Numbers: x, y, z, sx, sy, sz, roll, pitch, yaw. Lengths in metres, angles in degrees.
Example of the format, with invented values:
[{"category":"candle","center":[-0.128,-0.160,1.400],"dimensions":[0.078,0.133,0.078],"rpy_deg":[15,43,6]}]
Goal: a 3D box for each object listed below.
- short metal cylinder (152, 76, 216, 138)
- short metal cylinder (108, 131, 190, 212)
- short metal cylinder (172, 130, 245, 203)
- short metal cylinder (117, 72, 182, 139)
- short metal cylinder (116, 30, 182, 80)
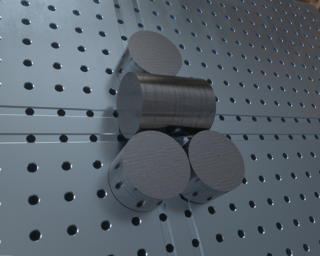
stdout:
[{"category":"short metal cylinder","center":[0.028,-0.027,0.407],"dimensions":[0.050,0.080,0.080],"rpy_deg":[0,62,-29]},{"category":"short metal cylinder","center":[-0.013,0.050,0.355],"dimensions":[0.081,0.050,0.080],"rpy_deg":[14,56,-21]},{"category":"short metal cylinder","center":[0.059,0.049,0.394],"dimensions":[0.081,0.050,0.080],"rpy_deg":[14,56,-21]},{"category":"short metal cylinder","center":[-0.016,-0.027,0.383],"dimensions":[0.050,0.080,0.080],"rpy_deg":[0,62,-29]},{"category":"short metal cylinder","center":[-0.016,-0.091,0.440],"dimensions":[0.081,0.050,0.080],"rpy_deg":[14,56,-21]}]
